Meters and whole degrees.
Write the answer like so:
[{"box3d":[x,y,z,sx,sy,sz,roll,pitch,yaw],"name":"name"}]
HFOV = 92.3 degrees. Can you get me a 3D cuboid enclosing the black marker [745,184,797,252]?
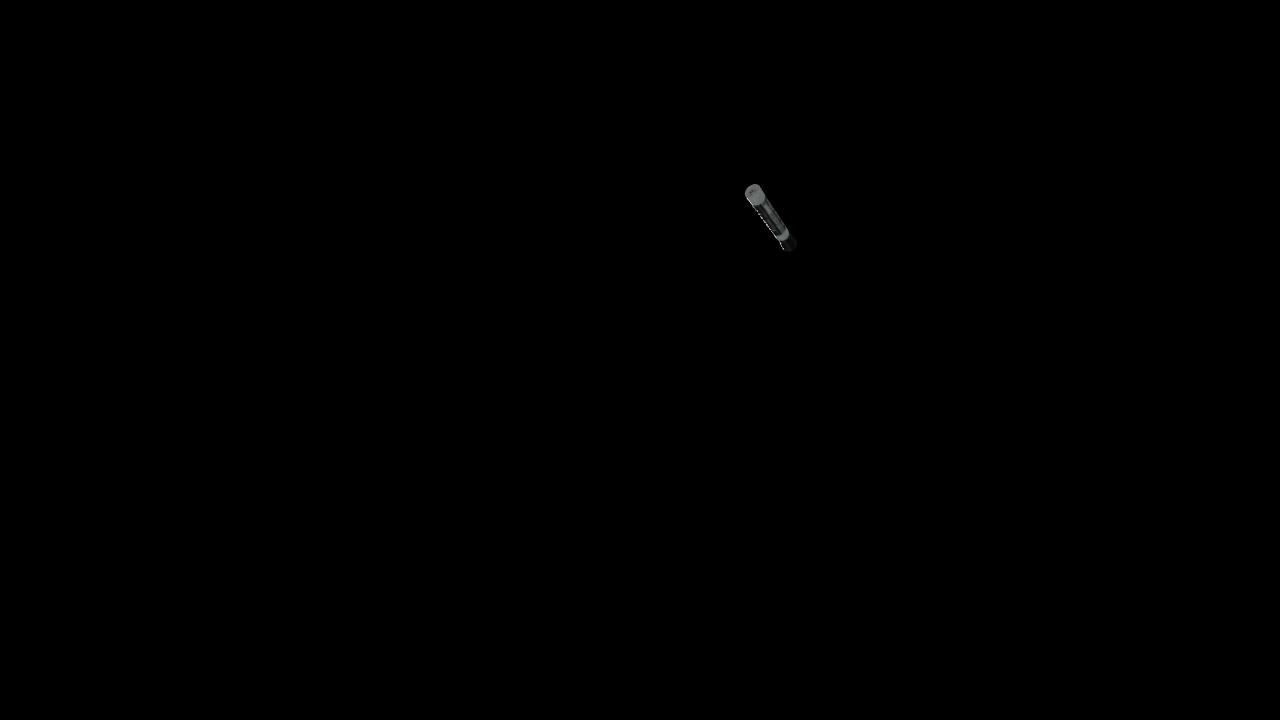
[{"box3d":[0.156,-0.163,0.723,0.020,0.020,0.121,0,-22,36],"name":"black marker"}]
